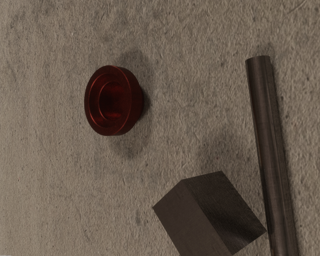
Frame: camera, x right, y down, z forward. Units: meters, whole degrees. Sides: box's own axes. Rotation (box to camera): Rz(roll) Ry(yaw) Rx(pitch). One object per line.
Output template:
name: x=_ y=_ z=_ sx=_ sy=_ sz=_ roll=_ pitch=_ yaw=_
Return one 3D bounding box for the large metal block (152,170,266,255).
large metal block: x=0.053 y=0.096 z=0.324 sx=0.050 sy=0.081 sz=0.080 roll=-49 pitch=61 yaw=29

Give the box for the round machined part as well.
round machined part: x=-0.061 y=-0.038 z=0.442 sx=0.098 sy=0.042 sz=0.097 roll=0 pitch=90 yaw=39

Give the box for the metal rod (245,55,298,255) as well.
metal rod: x=0.117 y=0.077 z=0.307 sx=0.025 sy=0.025 sz=0.298 roll=-10 pitch=84 yaw=39
